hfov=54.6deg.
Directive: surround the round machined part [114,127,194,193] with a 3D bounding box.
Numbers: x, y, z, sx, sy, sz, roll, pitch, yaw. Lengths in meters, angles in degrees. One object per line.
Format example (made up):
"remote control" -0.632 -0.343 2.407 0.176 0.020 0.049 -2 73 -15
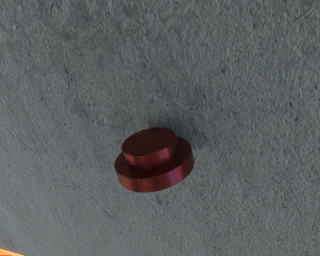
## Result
"round machined part" -0.009 0.033 0.385 0.098 0.098 0.042 0 118 28
